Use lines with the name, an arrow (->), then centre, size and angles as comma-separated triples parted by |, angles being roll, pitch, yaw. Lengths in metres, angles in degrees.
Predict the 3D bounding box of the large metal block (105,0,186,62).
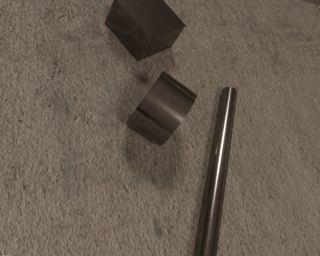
large metal block -> -0.022, -0.159, 0.474 | 0.081, 0.050, 0.080 | -34, 81, -38

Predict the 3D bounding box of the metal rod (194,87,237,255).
metal rod -> 0.077, 0.057, 0.412 | 0.025, 0.025, 0.300 | 27, 52, -12

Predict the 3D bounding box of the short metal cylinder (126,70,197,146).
short metal cylinder -> 0.001, -0.024, 0.386 | 0.050, 0.080, 0.080 | 35, 51, -6
